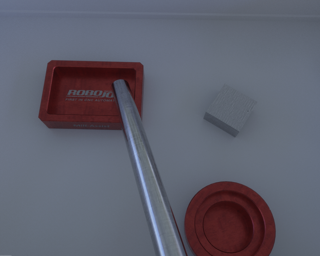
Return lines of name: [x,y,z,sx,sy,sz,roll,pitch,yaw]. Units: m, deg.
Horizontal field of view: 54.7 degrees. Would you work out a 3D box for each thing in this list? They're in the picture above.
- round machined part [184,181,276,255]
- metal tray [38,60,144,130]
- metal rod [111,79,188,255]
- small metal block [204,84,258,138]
round machined part: [0.077,0.114,0.356,0.099,0.042,0.098,0,63,1]
metal tray: [-0.089,-0.045,0.422,0.131,0.030,0.090,1,70,0]
metal rod: [-0.013,0.047,0.314,0.025,0.025,0.300,-16,47,-6]
small metal block: [0.095,-0.024,0.420,0.050,0.025,0.050,32,73,10]
